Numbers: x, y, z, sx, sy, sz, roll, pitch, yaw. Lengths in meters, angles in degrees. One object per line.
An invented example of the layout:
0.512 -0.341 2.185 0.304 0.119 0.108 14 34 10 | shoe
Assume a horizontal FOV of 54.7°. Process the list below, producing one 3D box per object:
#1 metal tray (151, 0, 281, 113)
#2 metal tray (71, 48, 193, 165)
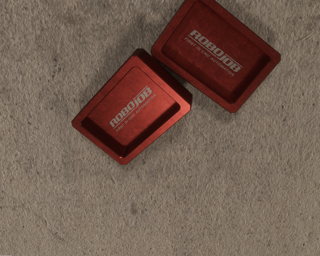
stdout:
0.066 -0.090 0.374 0.130 0.030 0.090 34 106 -12 | metal tray
-0.036 -0.021 0.382 0.090 0.030 0.130 41 118 -14 | metal tray
